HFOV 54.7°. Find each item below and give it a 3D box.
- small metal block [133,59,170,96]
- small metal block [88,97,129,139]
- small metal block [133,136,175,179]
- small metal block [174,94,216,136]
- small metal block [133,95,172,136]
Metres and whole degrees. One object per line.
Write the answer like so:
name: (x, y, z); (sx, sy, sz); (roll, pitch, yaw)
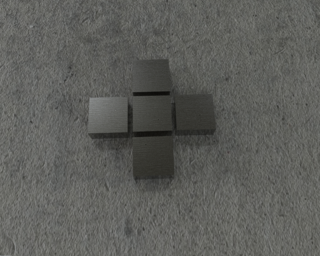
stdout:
small metal block: (-0.012, -0.068, 0.434); (0.050, 0.025, 0.050); (-2, 70, -1)
small metal block: (-0.067, -0.013, 0.413); (0.050, 0.025, 0.050); (-2, 70, -1)
small metal block: (-0.008, 0.038, 0.395); (0.050, 0.025, 0.050); (-2, 70, -1)
small metal block: (0.046, -0.017, 0.416); (0.050, 0.025, 0.050); (-2, 70, -1)
small metal block: (-0.010, -0.015, 0.415); (0.050, 0.025, 0.050); (-2, 70, -1)
